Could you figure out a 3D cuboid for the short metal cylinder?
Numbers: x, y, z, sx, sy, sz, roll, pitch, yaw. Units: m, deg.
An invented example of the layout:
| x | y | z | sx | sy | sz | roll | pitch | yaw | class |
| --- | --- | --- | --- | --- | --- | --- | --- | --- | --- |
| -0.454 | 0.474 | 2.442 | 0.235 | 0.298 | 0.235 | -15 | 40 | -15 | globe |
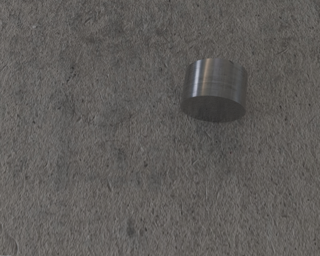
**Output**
| x | y | z | sx | sy | sz | roll | pitch | yaw | class |
| --- | --- | --- | --- | --- | --- | --- | --- | --- | --- |
| 0.069 | -0.045 | 0.396 | 0.080 | 0.080 | 0.050 | 9 | 70 | 3 | short metal cylinder |
